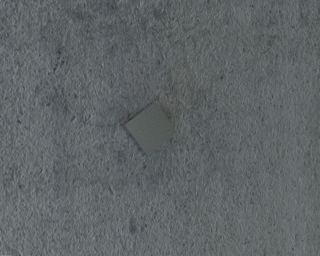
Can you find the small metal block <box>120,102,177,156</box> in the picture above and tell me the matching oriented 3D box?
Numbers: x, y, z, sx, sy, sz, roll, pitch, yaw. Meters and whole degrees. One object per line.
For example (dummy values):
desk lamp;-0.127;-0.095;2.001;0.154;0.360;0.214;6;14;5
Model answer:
small metal block;-0.015;0.001;0.406;0.050;0.025;0.050;-39;103;-16
